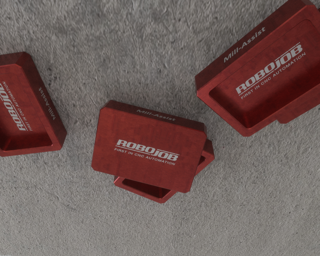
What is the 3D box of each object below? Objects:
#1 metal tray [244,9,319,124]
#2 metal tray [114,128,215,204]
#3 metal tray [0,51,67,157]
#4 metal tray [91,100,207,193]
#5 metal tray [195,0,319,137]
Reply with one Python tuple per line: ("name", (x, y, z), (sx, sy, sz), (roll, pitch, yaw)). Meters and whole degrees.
("metal tray", (0.168, -0.070, 0.346), (0.130, 0.030, 0.090), (-36, 122, 26))
("metal tray", (0.003, 0.052, 0.447), (0.090, 0.030, 0.129), (27, 125, -22))
("metal tray", (-0.182, -0.023, 0.381), (0.090, 0.030, 0.129), (-7, 130, 5))
("metal tray", (-0.015, 0.024, 0.394), (0.131, 0.030, 0.089), (14, 113, 1))
("metal tray", (0.112, -0.055, 0.317), (0.090, 0.030, 0.130), (37, 121, -27))
